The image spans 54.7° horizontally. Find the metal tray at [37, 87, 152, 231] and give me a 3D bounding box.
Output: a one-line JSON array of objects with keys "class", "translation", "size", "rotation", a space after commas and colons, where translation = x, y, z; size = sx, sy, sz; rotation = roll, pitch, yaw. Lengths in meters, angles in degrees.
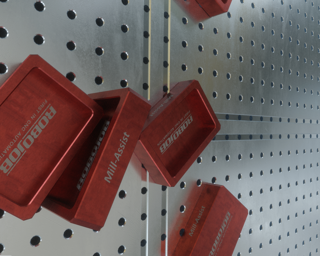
[{"class": "metal tray", "translation": [-0.068, 0.026, 0.311], "size": [0.030, 0.090, 0.130], "rotation": [33, 69, -36]}]

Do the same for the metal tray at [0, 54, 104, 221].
[{"class": "metal tray", "translation": [-0.125, 0.007, 0.293], "size": [0.090, 0.030, 0.130], "rotation": [42, 66, -25]}]

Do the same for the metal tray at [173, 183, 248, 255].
[{"class": "metal tray", "translation": [0.082, 0.163, 0.478], "size": [0.090, 0.030, 0.130], "rotation": [45, 63, -31]}]

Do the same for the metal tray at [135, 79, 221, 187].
[{"class": "metal tray", "translation": [0.024, 0.005, 0.428], "size": [0.131, 0.030, 0.090], "rotation": [-46, 118, -30]}]

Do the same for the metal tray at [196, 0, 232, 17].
[{"class": "metal tray", "translation": [0.066, -0.244, 0.462], "size": [0.130, 0.030, 0.090], "rotation": [35, 68, -35]}]
